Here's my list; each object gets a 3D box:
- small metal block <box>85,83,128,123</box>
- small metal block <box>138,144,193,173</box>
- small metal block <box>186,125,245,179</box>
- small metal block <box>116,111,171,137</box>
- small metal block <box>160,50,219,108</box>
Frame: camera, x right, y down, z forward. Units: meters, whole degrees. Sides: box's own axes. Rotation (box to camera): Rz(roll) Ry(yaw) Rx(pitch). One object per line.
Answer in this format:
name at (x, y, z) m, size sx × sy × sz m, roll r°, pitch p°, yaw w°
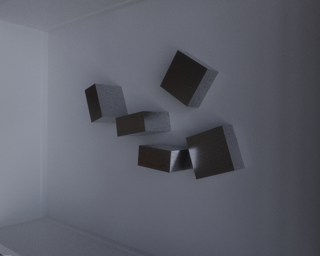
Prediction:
small metal block at (-0.078, -0.035, 0.455) m, size 0.025 × 0.050 × 0.050 m, roll -23°, pitch 75°, yaw 38°
small metal block at (0.009, 0.036, 0.383) m, size 0.050 × 0.050 × 0.025 m, roll 7°, pitch 95°, yaw 40°
small metal block at (0.063, 0.028, 0.355) m, size 0.050 × 0.025 × 0.050 m, roll -22°, pitch 76°, yaw 38°
small metal block at (-0.022, -0.005, 0.409) m, size 0.050 × 0.050 × 0.025 m, roll -11°, pitch 83°, yaw 39°
small metal block at (0.035, -0.060, 0.378) m, size 0.050 × 0.025 × 0.050 m, roll 41°, pitch 115°, yaw 32°
